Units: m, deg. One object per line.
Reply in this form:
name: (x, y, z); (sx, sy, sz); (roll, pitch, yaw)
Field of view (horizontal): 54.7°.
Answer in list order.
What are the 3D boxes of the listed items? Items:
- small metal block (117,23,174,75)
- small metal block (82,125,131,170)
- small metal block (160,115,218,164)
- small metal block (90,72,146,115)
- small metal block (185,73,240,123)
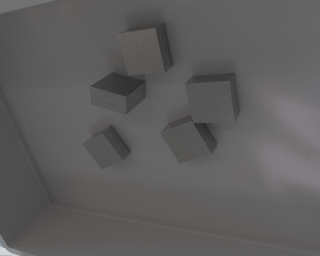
small metal block: (-0.017, -0.091, 0.361); (0.050, 0.025, 0.050); (1, 119, 28)
small metal block: (-0.081, 0.030, 0.470); (0.050, 0.025, 0.050); (-26, 104, 37)
small metal block: (0.037, 0.013, 0.397); (0.050, 0.025, 0.050); (-22, 107, 36)
small metal block: (-0.052, -0.045, 0.392); (0.050, 0.050, 0.025); (18, 125, 18)
small metal block: (0.061, -0.034, 0.356); (0.050, 0.025, 0.050); (0, 119, 28)
